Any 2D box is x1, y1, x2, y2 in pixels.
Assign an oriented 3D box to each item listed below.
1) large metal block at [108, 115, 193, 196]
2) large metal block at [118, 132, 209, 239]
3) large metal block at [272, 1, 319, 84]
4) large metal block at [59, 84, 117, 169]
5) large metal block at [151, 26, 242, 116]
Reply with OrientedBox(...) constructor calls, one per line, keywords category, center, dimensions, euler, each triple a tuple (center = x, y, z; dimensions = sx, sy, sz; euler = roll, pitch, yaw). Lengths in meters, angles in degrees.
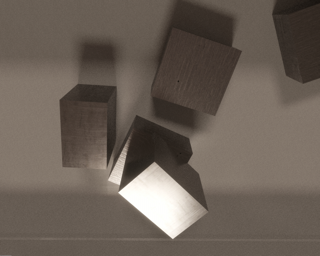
OrientedBox(category="large metal block", center=(-0.013, 0.041, 0.413), dimensions=(0.080, 0.050, 0.080), euler=(24, 108, -9))
OrientedBox(category="large metal block", center=(0.004, 0.062, 0.352), dimensions=(0.050, 0.080, 0.080), euler=(-42, 105, 14))
OrientedBox(category="large metal block", center=(0.188, -0.107, 0.361), dimensions=(0.080, 0.050, 0.080), euler=(-19, 109, 6))
OrientedBox(category="large metal block", center=(-0.084, -0.005, 0.379), dimensions=(0.050, 0.080, 0.079), euler=(3, 110, -2))
OrientedBox(category="large metal block", center=(0.040, -0.070, 0.373), dimensions=(0.080, 0.050, 0.079), euler=(17, 109, -7))
